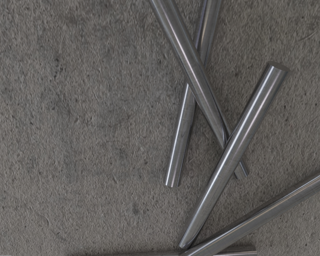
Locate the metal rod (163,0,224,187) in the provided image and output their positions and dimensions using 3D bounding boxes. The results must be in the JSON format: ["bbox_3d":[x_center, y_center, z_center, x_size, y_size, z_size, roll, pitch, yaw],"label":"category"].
[{"bbox_3d":[0.043,-0.060,0.387,0.025,0.025,0.298,10,110,-4],"label":"metal rod"}]

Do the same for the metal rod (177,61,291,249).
[{"bbox_3d":[0.081,0.056,0.399,0.025,0.025,0.298,16,121,-6],"label":"metal rod"}]

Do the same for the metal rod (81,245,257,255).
[{"bbox_3d":[-0.002,0.206,0.485,0.302,0.025,0.025,-4,110,1],"label":"metal rod"}]

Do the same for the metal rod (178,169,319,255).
[{"bbox_3d":[0.157,0.118,0.442,0.300,0.025,0.025,-34,107,7],"label":"metal rod"}]

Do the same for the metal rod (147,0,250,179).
[{"bbox_3d":[0.047,-0.051,0.363,0.025,0.025,0.299,-26,119,9],"label":"metal rod"}]
